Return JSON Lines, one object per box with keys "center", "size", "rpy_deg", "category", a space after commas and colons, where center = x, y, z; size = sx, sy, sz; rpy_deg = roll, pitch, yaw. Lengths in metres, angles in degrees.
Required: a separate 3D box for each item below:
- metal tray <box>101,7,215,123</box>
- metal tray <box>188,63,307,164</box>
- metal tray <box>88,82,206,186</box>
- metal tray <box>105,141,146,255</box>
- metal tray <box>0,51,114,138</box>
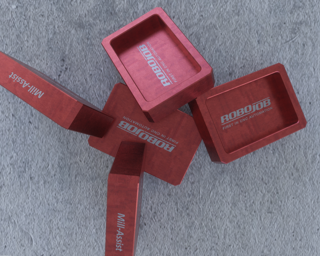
{"center": [-0.005, -0.081, 0.379], "size": [0.090, 0.030, 0.130], "rpy_deg": [-31, 61, -1], "category": "metal tray"}
{"center": [0.112, -0.019, 0.394], "size": [0.131, 0.030, 0.090], "rpy_deg": [-22, 90, -15], "category": "metal tray"}
{"center": [-0.016, 0.008, 0.408], "size": [0.131, 0.030, 0.090], "rpy_deg": [26, 90, -1], "category": "metal tray"}
{"center": [-0.039, 0.091, 0.359], "size": [0.030, 0.090, 0.129], "rpy_deg": [6, 111, 0], "category": "metal tray"}
{"center": [-0.127, -0.038, 0.362], "size": [0.130, 0.090, 0.030], "rpy_deg": [31, 90, 16], "category": "metal tray"}
